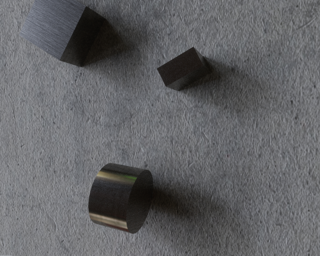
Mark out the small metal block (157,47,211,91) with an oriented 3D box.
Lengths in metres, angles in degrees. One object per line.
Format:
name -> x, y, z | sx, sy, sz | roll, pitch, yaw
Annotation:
small metal block -> 0.031, -0.071, 0.385 | 0.050, 0.050, 0.025 | -28, 81, 18

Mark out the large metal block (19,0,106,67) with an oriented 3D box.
large metal block -> -0.140, -0.146, 0.445 | 0.080, 0.050, 0.080 | 33, 101, 17

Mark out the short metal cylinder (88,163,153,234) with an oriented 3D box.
short metal cylinder -> -0.047, 0.088, 0.396 | 0.050, 0.080, 0.079 | 8, 93, 20
